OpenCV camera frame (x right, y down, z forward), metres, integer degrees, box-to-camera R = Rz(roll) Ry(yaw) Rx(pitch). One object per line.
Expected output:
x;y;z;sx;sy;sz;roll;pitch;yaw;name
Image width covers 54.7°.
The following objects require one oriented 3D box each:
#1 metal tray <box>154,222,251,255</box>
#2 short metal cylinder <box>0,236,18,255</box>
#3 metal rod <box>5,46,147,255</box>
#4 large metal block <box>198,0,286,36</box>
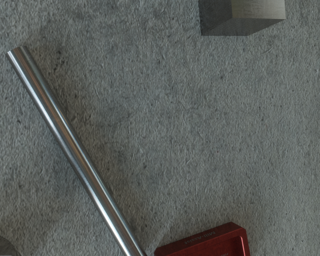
0.064;0.195;0.431;0.131;0.030;0.089;-12;94;-20;metal tray
-0.194;0.158;0.324;0.081;0.050;0.079;0;90;-21;short metal cylinder
-0.094;0.043;0.374;0.025;0.025;0.299;-31;100;-18;metal rod
0.108;-0.161;0.421;0.081;0.080;0.050;-6;92;-20;large metal block
